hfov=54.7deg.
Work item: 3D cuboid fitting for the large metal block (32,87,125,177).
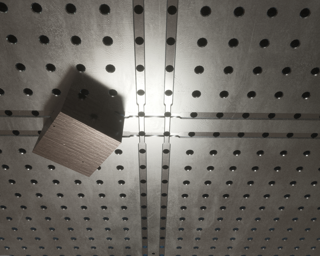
[{"bbox_3d":[-0.103,0.008,0.401,0.080,0.050,0.080,30,124,-23],"label":"large metal block"}]
